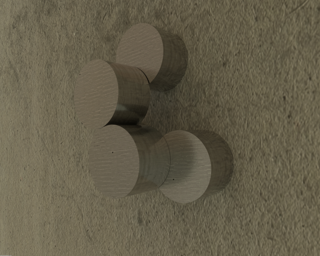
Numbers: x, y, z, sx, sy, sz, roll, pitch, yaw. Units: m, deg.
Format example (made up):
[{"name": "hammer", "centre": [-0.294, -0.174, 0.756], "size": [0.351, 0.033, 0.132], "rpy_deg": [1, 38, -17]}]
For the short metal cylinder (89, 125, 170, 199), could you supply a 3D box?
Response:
[{"name": "short metal cylinder", "centre": [-0.035, 0.036, 0.353], "size": [0.080, 0.050, 0.080], "rpy_deg": [0, 90, 39]}]

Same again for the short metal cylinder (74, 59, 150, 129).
[{"name": "short metal cylinder", "centre": [-0.058, -0.038, 0.372], "size": [0.080, 0.050, 0.080], "rpy_deg": [0, 90, 40]}]

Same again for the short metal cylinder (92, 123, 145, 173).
[{"name": "short metal cylinder", "centre": [-0.051, 0.030, 0.432], "size": [0.080, 0.050, 0.080], "rpy_deg": [0, 90, 40]}]

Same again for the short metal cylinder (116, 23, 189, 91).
[{"name": "short metal cylinder", "centre": [-0.011, -0.088, 0.399], "size": [0.080, 0.050, 0.080], "rpy_deg": [0, 90, 40]}]

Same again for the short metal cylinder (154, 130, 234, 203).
[{"name": "short metal cylinder", "centre": [0.037, 0.042, 0.359], "size": [0.080, 0.050, 0.080], "rpy_deg": [0, 90, 40]}]
